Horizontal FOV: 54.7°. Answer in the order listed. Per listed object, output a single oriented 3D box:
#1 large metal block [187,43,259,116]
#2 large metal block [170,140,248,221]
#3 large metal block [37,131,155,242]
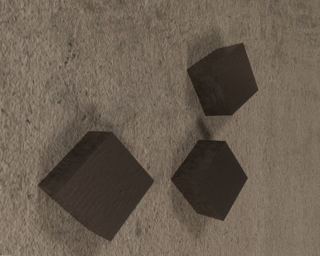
[{"bbox_3d":[0.098,-0.073,0.473,0.080,0.050,0.080,-39,114,-33],"label":"large metal block"},{"bbox_3d":[0.074,0.074,0.454,0.080,0.050,0.080,-51,120,-28],"label":"large metal block"},{"bbox_3d":[-0.066,0.060,0.335,0.080,0.050,0.080,-52,121,-27],"label":"large metal block"}]
